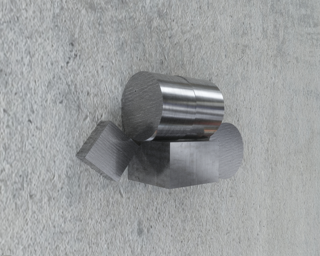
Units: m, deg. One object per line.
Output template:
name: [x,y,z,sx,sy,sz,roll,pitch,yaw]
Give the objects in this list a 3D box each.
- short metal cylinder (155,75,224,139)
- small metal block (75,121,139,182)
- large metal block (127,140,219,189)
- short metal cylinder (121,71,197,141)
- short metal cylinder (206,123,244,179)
short metal cylinder: [0.035,-0.025,0.401,0.050,0.080,0.080,1,90,-40]
small metal block: [-0.060,0.026,0.357,0.050,0.025,0.050,45,63,-31]
large metal block: [0.016,0.040,0.385,0.081,0.080,0.050,1,90,-40]
short metal cylinder: [-0.003,-0.024,0.368,0.050,0.080,0.080,1,90,-40]
short metal cylinder: [0.078,0.032,0.455,0.081,0.050,0.079,0,90,-40]
